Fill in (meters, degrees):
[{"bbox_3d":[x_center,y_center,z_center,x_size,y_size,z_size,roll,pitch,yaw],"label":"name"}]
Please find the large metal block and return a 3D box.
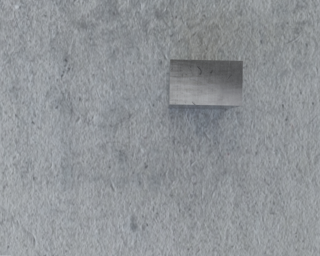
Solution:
[{"bbox_3d":[0.051,-0.050,0.383,0.080,0.080,0.050,1,90,0],"label":"large metal block"}]
